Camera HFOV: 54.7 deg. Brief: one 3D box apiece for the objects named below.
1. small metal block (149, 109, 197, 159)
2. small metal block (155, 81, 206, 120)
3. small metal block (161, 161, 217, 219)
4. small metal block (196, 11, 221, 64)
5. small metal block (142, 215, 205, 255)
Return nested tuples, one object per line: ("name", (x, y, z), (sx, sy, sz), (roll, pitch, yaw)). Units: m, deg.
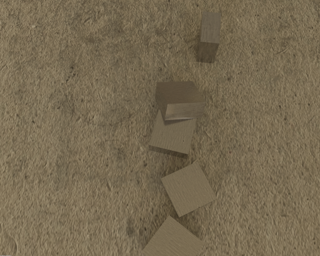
("small metal block", (0.017, 0.008, 0.405), (0.050, 0.025, 0.050), (13, 71, 4))
("small metal block", (0.025, -0.037, 0.405), (0.050, 0.025, 0.050), (-4, 41, -16))
("small metal block", (0.034, 0.076, 0.380), (0.050, 0.025, 0.050), (-24, 72, -9))
("small metal block", (0.069, -0.128, 0.442), (0.025, 0.050, 0.050), (6, 70, 2))
("small metal block", (0.015, 0.138, 0.358), (0.050, 0.025, 0.050), (36, 74, 12))
